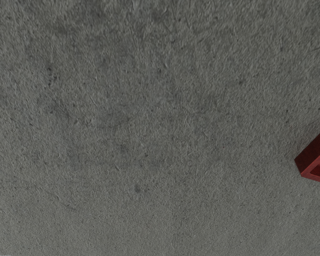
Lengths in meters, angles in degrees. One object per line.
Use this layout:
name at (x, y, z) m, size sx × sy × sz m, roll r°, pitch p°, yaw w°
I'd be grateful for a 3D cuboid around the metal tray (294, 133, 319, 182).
metal tray at (0.277, 0.046, 0.445) m, size 0.131 × 0.030 × 0.089 m, roll 17°, pitch 128°, yaw -14°
